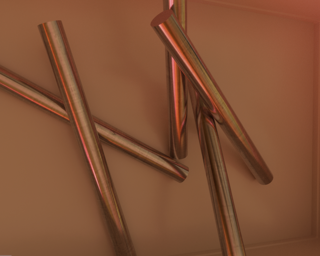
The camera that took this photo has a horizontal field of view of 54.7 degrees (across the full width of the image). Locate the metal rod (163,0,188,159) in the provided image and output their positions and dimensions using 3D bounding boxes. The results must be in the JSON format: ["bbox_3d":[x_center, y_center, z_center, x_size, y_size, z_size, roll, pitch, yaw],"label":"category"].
[{"bbox_3d":[0.018,-0.091,0.345,0.025,0.025,0.298,-16,124,-20],"label":"metal rod"}]

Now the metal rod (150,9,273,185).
[{"bbox_3d":[0.081,-0.015,0.385,0.025,0.025,0.300,-51,127,-13],"label":"metal rod"}]

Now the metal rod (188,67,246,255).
[{"bbox_3d":[0.066,0.043,0.374,0.025,0.025,0.299,0,66,-20],"label":"metal rod"}]

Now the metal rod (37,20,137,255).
[{"bbox_3d":[-0.078,0.030,0.360,0.025,0.025,0.298,-20,105,-19],"label":"metal rod"}]

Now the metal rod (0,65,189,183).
[{"bbox_3d":[-0.092,-0.007,0.376,0.301,0.025,0.025,30,80,-18],"label":"metal rod"}]
